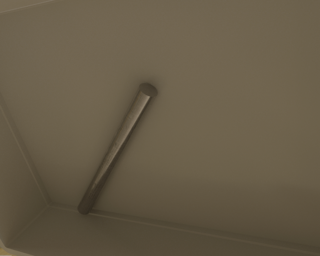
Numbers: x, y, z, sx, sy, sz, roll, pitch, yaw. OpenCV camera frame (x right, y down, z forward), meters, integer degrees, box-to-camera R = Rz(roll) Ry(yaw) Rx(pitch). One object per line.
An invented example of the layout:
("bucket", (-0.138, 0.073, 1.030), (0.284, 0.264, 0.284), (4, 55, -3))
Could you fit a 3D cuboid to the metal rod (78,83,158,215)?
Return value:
("metal rod", (-0.077, 0.051, 0.478), (0.025, 0.025, 0.298), (36, 129, 4))
